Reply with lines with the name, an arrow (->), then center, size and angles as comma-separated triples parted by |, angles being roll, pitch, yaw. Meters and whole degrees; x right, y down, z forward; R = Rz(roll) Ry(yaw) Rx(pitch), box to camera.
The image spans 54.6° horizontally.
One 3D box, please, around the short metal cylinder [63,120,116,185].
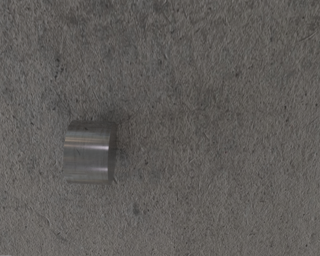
short metal cylinder -> -0.085, 0.031, 0.391 | 0.050, 0.080, 0.079 | 3, 110, -1
